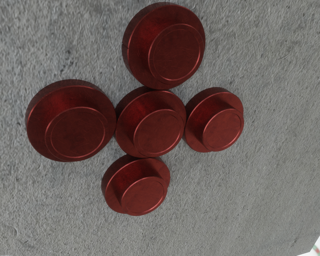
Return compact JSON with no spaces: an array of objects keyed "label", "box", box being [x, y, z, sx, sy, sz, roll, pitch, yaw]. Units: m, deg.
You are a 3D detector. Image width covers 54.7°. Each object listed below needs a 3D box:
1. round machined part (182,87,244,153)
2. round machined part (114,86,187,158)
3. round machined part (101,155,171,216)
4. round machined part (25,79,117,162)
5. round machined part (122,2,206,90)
[{"label":"round machined part","box":[0.079,-0.005,0.439,0.099,0.042,0.097,-14,125,-21]},{"label":"round machined part","box":[-0.009,-0.002,0.393,0.099,0.042,0.097,-14,125,-21]},{"label":"round machined part","box":[-0.029,0.084,0.435,0.099,0.042,0.097,-14,125,-21]},{"label":"round machined part","box":[-0.095,-0.001,0.345,0.099,0.042,0.097,-14,125,-21]},{"label":"round machined part","box":[0.010,-0.088,0.350,0.099,0.042,0.097,-14,125,-21]}]
